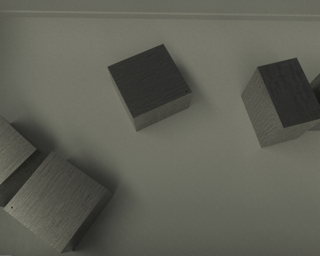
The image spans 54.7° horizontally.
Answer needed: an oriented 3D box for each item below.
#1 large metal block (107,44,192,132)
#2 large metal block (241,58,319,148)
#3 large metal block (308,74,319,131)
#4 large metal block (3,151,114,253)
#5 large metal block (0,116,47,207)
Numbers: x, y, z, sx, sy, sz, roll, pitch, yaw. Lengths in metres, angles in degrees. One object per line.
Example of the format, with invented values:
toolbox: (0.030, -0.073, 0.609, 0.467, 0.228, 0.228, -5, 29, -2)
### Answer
large metal block: (-0.014, -0.053, 0.416, 0.080, 0.050, 0.080, -25, 72, -9)
large metal block: (0.149, -0.029, 0.392, 0.050, 0.080, 0.080, -14, 71, -5)
large metal block: (0.233, -0.033, 0.394, 0.081, 0.080, 0.050, 0, 70, 0)
large metal block: (-0.114, 0.087, 0.364, 0.080, 0.050, 0.080, 33, 73, 11)
large metal block: (-0.200, 0.037, 0.381, 0.080, 0.050, 0.080, 38, 74, 13)
